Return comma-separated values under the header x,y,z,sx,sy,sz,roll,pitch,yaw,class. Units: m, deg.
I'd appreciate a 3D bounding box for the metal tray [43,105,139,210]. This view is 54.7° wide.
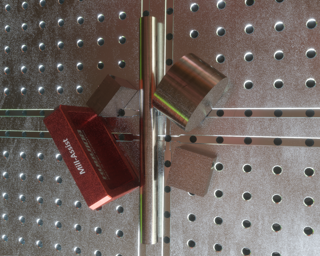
x,y,z,sx,sy,sz,roll,pitch,yaw,class
-0.086,0.033,0.406,0.030,0.090,0.130,-34,79,17,metal tray

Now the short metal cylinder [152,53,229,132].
x,y,z,sx,sy,sz,roll,pitch,yaw,class
0.036,-0.041,0.370,0.050,0.080,0.080,39,102,15,short metal cylinder

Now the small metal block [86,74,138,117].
x,y,z,sx,sy,sz,roll,pitch,yaw,class
-0.064,-0.042,0.420,0.025,0.050,0.050,43,103,14,small metal block

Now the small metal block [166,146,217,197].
x,y,z,sx,sy,sz,roll,pitch,yaw,class
0.041,0.055,0.398,0.050,0.025,0.050,16,95,19,small metal block

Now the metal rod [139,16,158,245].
x,y,z,sx,sy,sz,roll,pitch,yaw,class
-0.015,0.003,0.416,0.025,0.025,0.298,0,90,19,metal rod
